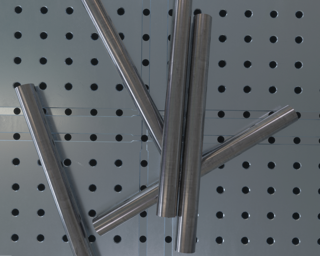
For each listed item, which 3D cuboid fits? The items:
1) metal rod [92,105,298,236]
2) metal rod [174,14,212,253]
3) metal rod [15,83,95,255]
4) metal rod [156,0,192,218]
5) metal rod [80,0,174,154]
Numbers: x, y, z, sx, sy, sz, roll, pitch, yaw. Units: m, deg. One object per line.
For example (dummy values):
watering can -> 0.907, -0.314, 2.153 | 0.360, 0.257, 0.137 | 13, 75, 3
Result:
metal rod -> 0.047, 0.056, 0.413 | 0.301, 0.025, 0.025 | -30, 90, 0
metal rod -> 0.044, 0.001, 0.395 | 0.025, 0.025, 0.299 | 5, 83, 0
metal rod -> -0.130, 0.086, 0.412 | 0.025, 0.025, 0.299 | -19, 90, 0
metal rod -> 0.020, -0.041, 0.395 | 0.025, 0.025, 0.299 | 5, 83, 0
metal rod -> -0.052, -0.091, 0.412 | 0.025, 0.025, 0.299 | -27, 90, 0
